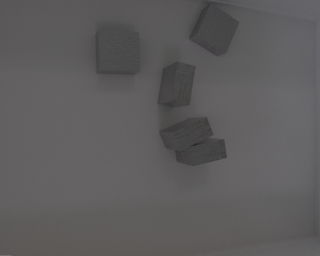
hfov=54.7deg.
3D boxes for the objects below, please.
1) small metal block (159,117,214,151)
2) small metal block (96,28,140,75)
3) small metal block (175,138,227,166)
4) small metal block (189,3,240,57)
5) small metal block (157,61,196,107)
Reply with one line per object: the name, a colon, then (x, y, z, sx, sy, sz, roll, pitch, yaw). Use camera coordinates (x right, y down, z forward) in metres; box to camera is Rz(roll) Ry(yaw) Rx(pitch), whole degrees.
small metal block: (0.034, 0.007, 0.409, 0.050, 0.050, 0.025, -24, 98, -18)
small metal block: (-0.053, -0.095, 0.391, 0.050, 0.025, 0.050, -2, 91, -20)
small metal block: (0.053, 0.031, 0.417, 0.050, 0.050, 0.025, -11, 94, -20)
small metal block: (0.077, -0.138, 0.438, 0.050, 0.025, 0.050, 26, 81, -18)
small metal block: (0.021, -0.055, 0.405, 0.025, 0.050, 0.050, 10, 87, -20)
